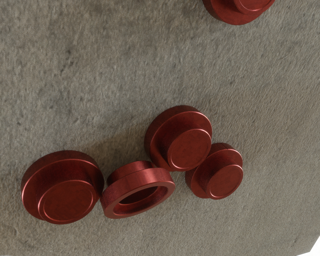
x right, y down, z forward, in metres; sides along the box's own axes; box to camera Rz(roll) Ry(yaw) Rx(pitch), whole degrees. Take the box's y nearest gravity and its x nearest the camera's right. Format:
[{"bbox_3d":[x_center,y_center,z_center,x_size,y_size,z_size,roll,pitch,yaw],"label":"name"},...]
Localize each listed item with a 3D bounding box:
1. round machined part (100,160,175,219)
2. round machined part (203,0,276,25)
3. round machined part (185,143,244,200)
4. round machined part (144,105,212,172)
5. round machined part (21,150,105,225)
[{"bbox_3d":[-0.033,0.079,0.413,0.099,0.042,0.098,-20,150,-12],"label":"round machined part"},{"bbox_3d":[0.098,-0.166,0.349,0.099,0.042,0.097,-14,125,-21],"label":"round machined part"},{"bbox_3d":[0.093,0.075,0.496,0.099,0.042,0.097,-14,125,-21],"label":"round machined part"},{"bbox_3d":[0.031,0.021,0.428,0.099,0.042,0.097,-14,124,-21],"label":"round machined part"},{"bbox_3d":[-0.116,0.079,0.382,0.099,0.042,0.097,-14,124,-21],"label":"round machined part"}]
